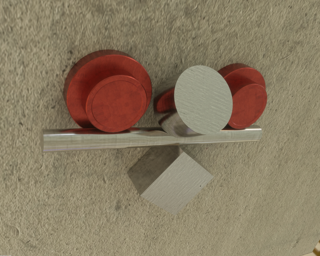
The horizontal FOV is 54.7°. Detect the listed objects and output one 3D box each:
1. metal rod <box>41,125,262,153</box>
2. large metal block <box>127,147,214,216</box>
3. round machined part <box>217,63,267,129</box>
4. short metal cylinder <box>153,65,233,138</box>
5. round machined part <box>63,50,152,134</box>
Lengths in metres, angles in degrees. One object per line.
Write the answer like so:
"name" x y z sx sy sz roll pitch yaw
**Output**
"metal rod" 0.011 0.011 0.393 0.303 0.025 0.025 -1 119 -28
"large metal block" 0.015 0.066 0.439 0.080 0.050 0.080 -46 129 4
"round machined part" 0.110 -0.037 0.434 0.099 0.042 0.097 -14 124 -21
"short metal cylinder" 0.039 -0.029 0.372 0.081 0.050 0.080 4 81 -27
"round machined part" -0.053 -0.034 0.346 0.099 0.042 0.097 -14 124 -21
